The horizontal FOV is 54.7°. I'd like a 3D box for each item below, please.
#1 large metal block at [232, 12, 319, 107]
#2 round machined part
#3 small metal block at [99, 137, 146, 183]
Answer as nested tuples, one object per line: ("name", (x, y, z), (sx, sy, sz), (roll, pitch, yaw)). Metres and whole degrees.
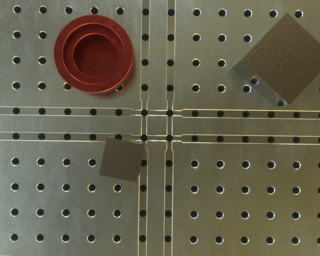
("large metal block", (0.156, -0.085, 0.402), (0.080, 0.050, 0.080), (43, 90, 0))
("round machined part", (-0.082, -0.092, 0.404), (0.099, 0.042, 0.097), (0, 90, 0))
("small metal block", (-0.049, 0.041, 0.413), (0.050, 0.025, 0.050), (12, 90, 0))
